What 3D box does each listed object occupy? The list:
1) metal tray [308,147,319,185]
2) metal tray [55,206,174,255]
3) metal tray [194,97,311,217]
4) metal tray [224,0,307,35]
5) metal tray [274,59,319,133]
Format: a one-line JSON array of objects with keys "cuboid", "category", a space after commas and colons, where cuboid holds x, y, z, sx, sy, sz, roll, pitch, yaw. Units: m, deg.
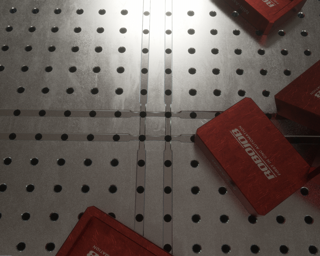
[{"cuboid": [0.249, 0.035, 0.381, 0.090, 0.030, 0.131, 35, 57, 11], "category": "metal tray"}, {"cuboid": [-0.049, 0.160, 0.349, 0.130, 0.030, 0.090, 29, 72, 10], "category": "metal tray"}, {"cuboid": [0.117, 0.035, 0.398, 0.090, 0.030, 0.130, -33, 74, -12], "category": "metal tray"}, {"cuboid": [0.155, -0.220, 0.491, 0.090, 0.030, 0.130, -38, 75, -13], "category": "metal tray"}, {"cuboid": [0.230, -0.051, 0.405, 0.131, 0.030, 0.090, -37, 37, -13], "category": "metal tray"}]
